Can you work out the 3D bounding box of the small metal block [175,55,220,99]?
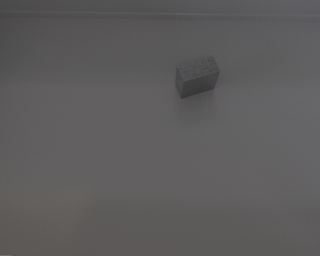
[{"bbox_3d":[0.050,-0.068,0.422,0.050,0.050,0.025,-17,71,-6],"label":"small metal block"}]
